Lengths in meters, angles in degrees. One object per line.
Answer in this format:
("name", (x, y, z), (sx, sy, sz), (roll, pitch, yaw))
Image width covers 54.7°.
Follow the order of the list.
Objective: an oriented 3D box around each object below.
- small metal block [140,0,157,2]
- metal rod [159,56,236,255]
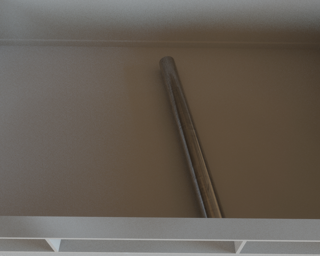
("small metal block", (-0.023, -0.293, 0.653), (0.050, 0.025, 0.050), (-13, 52, -12))
("metal rod", (0.037, 0.009, 0.397), (0.025, 0.025, 0.300), (-7, 50, -7))
